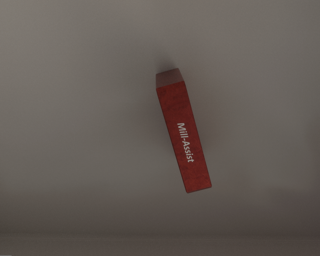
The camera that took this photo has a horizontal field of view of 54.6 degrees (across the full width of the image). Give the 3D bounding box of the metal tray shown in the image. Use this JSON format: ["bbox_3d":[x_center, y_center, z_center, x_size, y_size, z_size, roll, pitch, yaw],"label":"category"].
[{"bbox_3d":[0.027,0.000,0.374,0.030,0.090,0.129,-15,110,5],"label":"metal tray"}]
